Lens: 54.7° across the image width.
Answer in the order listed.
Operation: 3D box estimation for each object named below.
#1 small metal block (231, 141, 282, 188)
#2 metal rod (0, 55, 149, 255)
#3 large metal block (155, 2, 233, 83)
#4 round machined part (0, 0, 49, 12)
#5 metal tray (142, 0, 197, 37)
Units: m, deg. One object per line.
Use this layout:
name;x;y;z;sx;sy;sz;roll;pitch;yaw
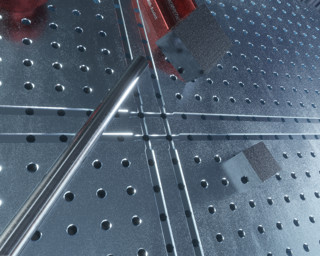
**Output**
small metal block;0.142;0.053;0.455;0.050;0.025;0.050;-19;72;-36
metal rod;-0.083;0.008;0.359;0.025;0.025;0.301;33;51;-7
large metal block;0.054;-0.131;0.479;0.080;0.050;0.080;50;62;-16
round machined part;-0.195;-0.195;0.412;0.099;0.042;0.098;14;56;-21
metal tray;0.024;-0.208;0.546;0.091;0.030;0.130;-8;66;-32
